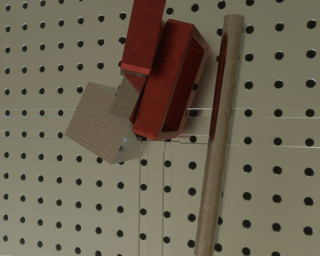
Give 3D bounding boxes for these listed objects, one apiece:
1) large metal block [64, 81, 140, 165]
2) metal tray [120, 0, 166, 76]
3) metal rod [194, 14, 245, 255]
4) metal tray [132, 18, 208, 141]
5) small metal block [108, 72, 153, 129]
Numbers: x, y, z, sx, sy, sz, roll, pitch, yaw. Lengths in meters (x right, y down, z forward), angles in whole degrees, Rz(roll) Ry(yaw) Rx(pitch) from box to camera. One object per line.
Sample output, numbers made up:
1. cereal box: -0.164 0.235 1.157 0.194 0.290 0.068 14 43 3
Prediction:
1. large metal block: -0.069 -0.007 0.423 0.080 0.050 0.080 29 99 17
2. metal tray: -0.023 -0.106 0.365 0.030 0.130 0.089 12 95 -8
3. metal rod: 0.073 0.012 0.386 0.025 0.025 0.298 8 93 19
4. metal tray: 0.016 -0.052 0.371 0.030 0.090 0.129 20 97 17
5. small metal block: -0.030 -0.028 0.357 0.025 0.050 0.050 18 78 15
